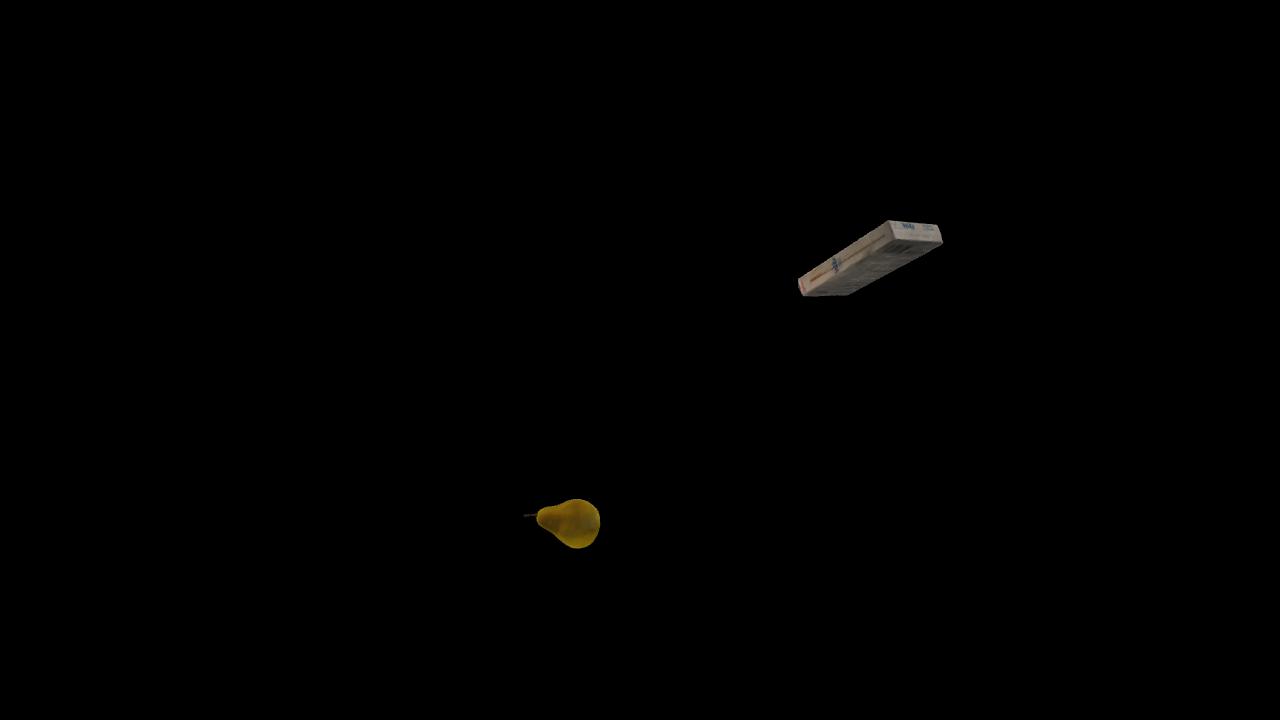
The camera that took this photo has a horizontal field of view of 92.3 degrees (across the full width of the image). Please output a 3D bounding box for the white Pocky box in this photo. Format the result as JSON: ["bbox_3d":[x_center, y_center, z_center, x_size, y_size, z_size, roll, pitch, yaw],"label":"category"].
[{"bbox_3d":[0.273,-0.118,0.743,0.084,0.028,0.154,-4,-16,-28],"label":"white Pocky box"}]

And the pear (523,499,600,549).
[{"bbox_3d":[-0.118,0.244,0.939,0.111,0.080,0.080,21,-8,-22],"label":"pear"}]
